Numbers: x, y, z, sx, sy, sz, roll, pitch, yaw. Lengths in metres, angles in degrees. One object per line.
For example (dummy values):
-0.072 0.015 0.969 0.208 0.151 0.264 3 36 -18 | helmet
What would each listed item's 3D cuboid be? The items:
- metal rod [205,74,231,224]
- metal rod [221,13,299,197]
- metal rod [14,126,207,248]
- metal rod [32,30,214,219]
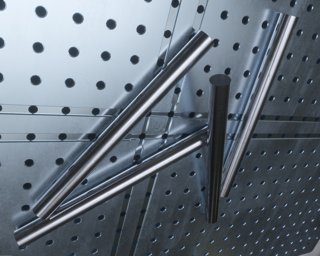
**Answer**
0.082 0.053 0.461 0.025 0.025 0.298 -21 135 -16 | metal rod
0.139 -0.019 0.474 0.025 0.025 0.298 -1 119 -28 | metal rod
-0.051 0.074 0.428 0.301 0.025 0.025 -28 128 -11 | metal rod
-0.048 -0.001 0.383 0.300 0.025 0.025 -46 129 4 | metal rod
